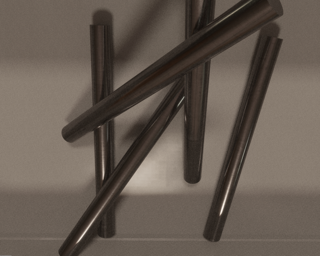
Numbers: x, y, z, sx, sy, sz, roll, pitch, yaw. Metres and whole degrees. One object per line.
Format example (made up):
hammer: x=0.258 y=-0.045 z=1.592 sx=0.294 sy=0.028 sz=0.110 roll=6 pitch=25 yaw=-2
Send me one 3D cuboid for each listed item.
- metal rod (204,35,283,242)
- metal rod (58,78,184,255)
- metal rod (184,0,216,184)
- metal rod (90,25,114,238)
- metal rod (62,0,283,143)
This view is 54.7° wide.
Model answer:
metal rod: x=0.108 y=0.028 z=0.423 sx=0.025 sy=0.025 sz=0.298 roll=10 pitch=110 yaw=-4
metal rod: x=-0.045 y=0.055 z=0.410 sx=0.025 sy=0.025 sz=0.299 roll=33 pitch=99 yaw=-12
metal rod: x=0.039 y=-0.034 z=0.332 sx=0.025 sy=0.025 sz=0.298 roll=-3 pitch=136 yaw=1
metal rod: x=-0.076 y=0.018 z=0.416 sx=0.025 sy=0.025 sz=0.298 roll=2 pitch=110 yaw=-1
metal rod: x=-0.021 y=-0.040 z=0.315 sx=0.299 sy=0.025 sz=0.025 roll=-26 pitch=112 yaw=42
